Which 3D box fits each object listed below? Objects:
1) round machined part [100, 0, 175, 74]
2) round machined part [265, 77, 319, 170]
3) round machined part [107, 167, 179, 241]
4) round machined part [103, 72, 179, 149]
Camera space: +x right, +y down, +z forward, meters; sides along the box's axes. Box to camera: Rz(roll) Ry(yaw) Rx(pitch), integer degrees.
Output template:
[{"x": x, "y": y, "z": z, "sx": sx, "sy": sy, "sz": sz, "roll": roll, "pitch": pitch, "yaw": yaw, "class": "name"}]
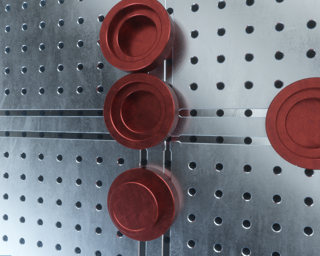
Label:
[{"x": -0.026, "y": -0.119, "z": 0.409, "sx": 0.098, "sy": 0.042, "sz": 0.097, "roll": -2, "pitch": 84, "yaw": 20, "class": "round machined part"}, {"x": 0.169, "y": -0.005, "z": 0.344, "sx": 0.098, "sy": 0.042, "sz": 0.097, "roll": 0, "pitch": 90, "yaw": 19, "class": "round machined part"}, {"x": -0.028, "y": 0.102, "z": 0.412, "sx": 0.098, "sy": 0.042, "sz": 0.097, "roll": 0, "pitch": 90, "yaw": 19, "class": "round machined part"}, {"x": -0.022, "y": -0.022, "z": 0.410, "sx": 0.098, "sy": 0.042, "sz": 0.097, "roll": 0, "pitch": 90, "yaw": 19, "class": "round machined part"}]
